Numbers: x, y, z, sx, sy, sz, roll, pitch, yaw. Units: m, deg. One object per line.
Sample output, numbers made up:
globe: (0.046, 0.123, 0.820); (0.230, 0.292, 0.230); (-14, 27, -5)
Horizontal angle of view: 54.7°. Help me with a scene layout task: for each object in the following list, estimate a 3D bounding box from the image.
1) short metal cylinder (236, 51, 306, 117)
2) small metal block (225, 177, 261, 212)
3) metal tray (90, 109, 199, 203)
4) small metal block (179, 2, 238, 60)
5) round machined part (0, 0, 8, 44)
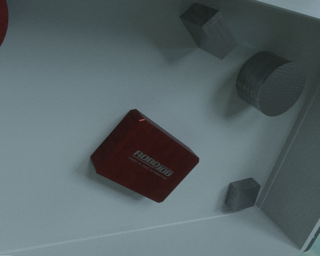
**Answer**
short metal cylinder: (0.157, -0.063, 0.442); (0.081, 0.050, 0.079); (-14, 125, -21)
small metal block: (0.152, 0.123, 0.571); (0.050, 0.025, 0.050); (-8, 122, -25)
metal tray: (-0.016, 0.043, 0.425); (0.090, 0.030, 0.130); (-49, 129, 6)
small metal block: (0.055, -0.111, 0.356); (0.025, 0.050, 0.050); (-44, 130, 2)
round machined part: (-0.174, -0.091, 0.233); (0.099, 0.042, 0.097); (-33, 141, -32)
